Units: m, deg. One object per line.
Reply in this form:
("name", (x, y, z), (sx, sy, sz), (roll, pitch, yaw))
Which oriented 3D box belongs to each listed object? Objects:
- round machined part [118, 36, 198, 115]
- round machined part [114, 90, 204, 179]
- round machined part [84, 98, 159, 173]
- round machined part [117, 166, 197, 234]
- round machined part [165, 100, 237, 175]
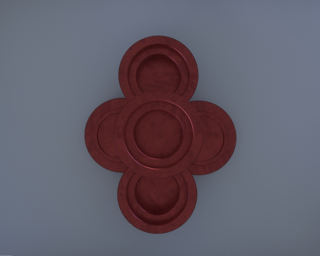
("round machined part", (-0.002, -0.065, 0.401), (0.099, 0.042, 0.097), (0, 90, -1))
("round machined part", (-0.002, 0.007, 0.359), (0.099, 0.042, 0.097), (0, 90, -1))
("round machined part", (-0.049, 0.009, 0.400), (0.099, 0.042, 0.097), (0, 90, -1))
("round machined part", (-0.003, 0.082, 0.401), (0.099, 0.042, 0.097), (0, 90, -1))
("round machined part", (0.051, 0.013, 0.401), (0.099, 0.042, 0.097), (0, 90, -1))
